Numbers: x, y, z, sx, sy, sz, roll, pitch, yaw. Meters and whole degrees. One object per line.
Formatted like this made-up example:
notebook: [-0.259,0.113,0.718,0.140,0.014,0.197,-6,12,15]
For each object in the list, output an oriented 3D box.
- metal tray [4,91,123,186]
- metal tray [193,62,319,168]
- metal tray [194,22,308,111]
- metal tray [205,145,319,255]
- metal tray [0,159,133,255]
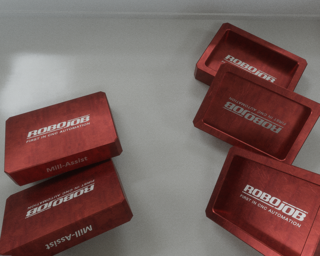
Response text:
metal tray: [-0.121,0.010,0.387,0.131,0.030,0.090,-17,51,-6]
metal tray: [0.119,-0.016,0.392,0.130,0.030,0.090,27,101,9]
metal tray: [0.126,-0.083,0.437,0.130,0.030,0.090,30,73,10]
metal tray: [0.113,0.078,0.320,0.030,0.130,0.090,22,89,-34]
metal tray: [-0.104,0.089,0.347,0.131,0.030,0.090,-22,32,-8]
